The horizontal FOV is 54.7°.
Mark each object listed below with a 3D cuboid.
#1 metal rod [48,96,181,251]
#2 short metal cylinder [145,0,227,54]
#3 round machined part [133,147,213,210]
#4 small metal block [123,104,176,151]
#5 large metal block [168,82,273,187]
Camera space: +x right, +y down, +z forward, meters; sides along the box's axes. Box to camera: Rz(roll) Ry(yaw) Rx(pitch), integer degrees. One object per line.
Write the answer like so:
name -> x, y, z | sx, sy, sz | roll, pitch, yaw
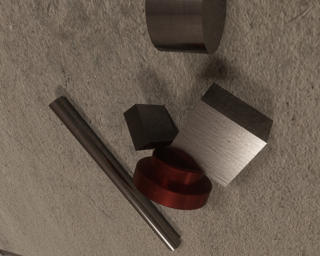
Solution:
metal rod -> -0.065, 0.076, 0.486 | 0.025, 0.025, 0.300 | -30, 102, 37
short metal cylinder -> 0.027, -0.111, 0.288 | 0.050, 0.080, 0.079 | 9, 122, 23
round machined part -> 0.019, 0.057, 0.388 | 0.098, 0.098, 0.042 | 21, 107, 15
small metal block -> -0.012, -0.001, 0.383 | 0.025, 0.050, 0.050 | -33, 69, 38
large metal block -> 0.069, 0.008, 0.359 | 0.080, 0.050, 0.079 | 34, 129, 5
